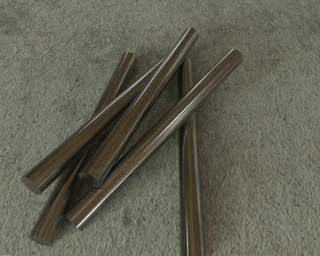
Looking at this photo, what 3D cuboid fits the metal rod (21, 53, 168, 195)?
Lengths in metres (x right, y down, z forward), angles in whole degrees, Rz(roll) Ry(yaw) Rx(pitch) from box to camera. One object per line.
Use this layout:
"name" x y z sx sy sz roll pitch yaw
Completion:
"metal rod" -0.051 -0.029 0.404 0.025 0.025 0.301 25 47 19

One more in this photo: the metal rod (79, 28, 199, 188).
"metal rod" -0.011 -0.049 0.410 0.025 0.025 0.301 19 51 15

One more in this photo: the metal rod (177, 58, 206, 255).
"metal rod" 0.036 0.014 0.390 0.025 0.025 0.300 1 50 1

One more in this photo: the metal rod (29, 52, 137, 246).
"metal rod" -0.083 0.001 0.401 0.025 0.025 0.300 10 51 8

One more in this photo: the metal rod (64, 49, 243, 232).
"metal rod" 0.008 -0.001 0.377 0.025 0.025 0.301 34 66 25
